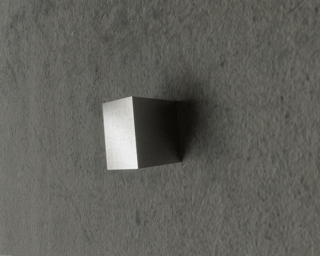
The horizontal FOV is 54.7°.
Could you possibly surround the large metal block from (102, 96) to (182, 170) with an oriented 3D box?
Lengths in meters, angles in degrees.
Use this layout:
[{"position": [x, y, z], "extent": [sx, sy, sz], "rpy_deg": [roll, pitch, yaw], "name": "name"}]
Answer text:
[{"position": [-0.021, 0.007, 0.384], "extent": [0.050, 0.081, 0.080], "rpy_deg": [-8, 85, 39], "name": "large metal block"}]
